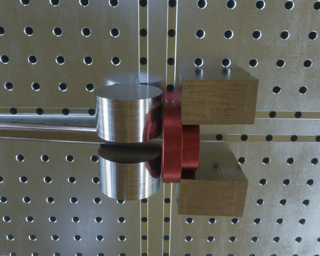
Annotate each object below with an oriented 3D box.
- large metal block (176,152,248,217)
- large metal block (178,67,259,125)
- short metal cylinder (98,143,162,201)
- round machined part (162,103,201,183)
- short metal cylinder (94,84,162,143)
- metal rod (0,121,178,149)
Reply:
[{"bbox_3d":[0.063,0.071,0.412,0.081,0.080,0.050,3,110,-1],"label":"large metal block"},{"bbox_3d":[0.064,-0.041,0.370,0.081,0.080,0.050,0,110,0],"label":"large metal block"},{"bbox_3d":[-0.038,0.050,0.401,0.081,0.080,0.050,1,111,-1],"label":"short metal cylinder"},{"bbox_3d":[0.024,0.018,0.381,0.042,0.098,0.097,1,110,0],"label":"round machined part"},{"bbox_3d":[-0.038,-0.020,0.376,0.081,0.080,0.050,1,111,-1],"label":"short metal cylinder"},{"bbox_3d":[-0.121,0.007,0.402,0.302,0.025,0.025,3,110,3],"label":"metal rod"}]
